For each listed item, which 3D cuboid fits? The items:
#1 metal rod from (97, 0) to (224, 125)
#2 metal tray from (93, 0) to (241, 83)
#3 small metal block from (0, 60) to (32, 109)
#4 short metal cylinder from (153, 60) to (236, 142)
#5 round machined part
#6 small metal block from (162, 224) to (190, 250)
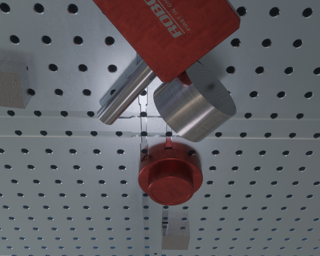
[{"bbox_3d":[0.024,-0.102,0.324,0.025,0.025,0.299,32,123,-24],"label":"metal rod"},{"bbox_3d":[-0.001,-0.118,0.281,0.090,0.030,0.130,-36,103,26],"label":"metal tray"},{"bbox_3d":[-0.184,-0.052,0.365,0.050,0.025,0.050,6,130,-6],"label":"small metal block"},{"bbox_3d":[0.039,-0.031,0.350,0.080,0.080,0.050,33,123,-25],"label":"short metal cylinder"},{"bbox_3d":[0.016,0.081,0.469,0.099,0.042,0.097,0,130,0],"label":"round machined part"},{"bbox_3d":[0.029,0.207,0.588,0.050,0.025,0.050,2,130,-2],"label":"small metal block"}]
